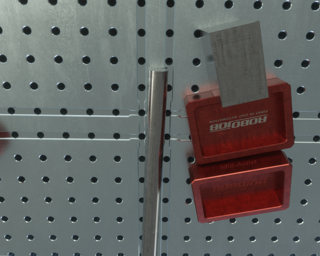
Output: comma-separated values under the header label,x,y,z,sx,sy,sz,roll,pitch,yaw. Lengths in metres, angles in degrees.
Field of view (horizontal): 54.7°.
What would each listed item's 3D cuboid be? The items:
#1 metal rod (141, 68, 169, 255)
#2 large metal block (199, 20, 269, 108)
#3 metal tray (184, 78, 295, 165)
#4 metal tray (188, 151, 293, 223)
label,x,y,z,sx,sy,sz,roll,pitch,yaw
metal rod,-0.010,0.067,0.437,0.025,0.025,0.298,3,110,-2
large metal block,0.082,-0.077,0.357,0.050,0.080,0.079,-13,110,4
metal tray,0.104,-0.008,0.409,0.131,0.030,0.089,-11,110,3
metal tray,0.111,0.084,0.431,0.131,0.030,0.089,-10,125,3
